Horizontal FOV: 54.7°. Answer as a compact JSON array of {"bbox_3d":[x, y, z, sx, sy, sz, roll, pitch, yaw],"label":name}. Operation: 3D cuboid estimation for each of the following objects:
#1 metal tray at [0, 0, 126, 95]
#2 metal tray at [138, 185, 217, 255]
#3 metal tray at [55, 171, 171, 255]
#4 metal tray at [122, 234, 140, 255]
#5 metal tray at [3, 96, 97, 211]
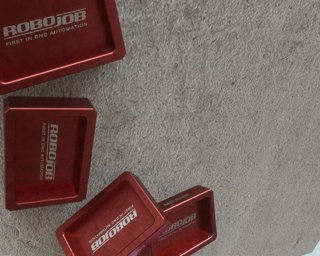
[{"bbox_3d":[-0.105,-0.093,0.288,0.131,0.030,0.089,-21,127,-16],"label":"metal tray"},{"bbox_3d":[0.030,0.151,0.474,0.131,0.030,0.089,-15,104,-36],"label":"metal tray"},{"bbox_3d":[-0.063,0.132,0.408,0.130,0.090,0.030,-40,152,-1],"label":"metal tray"},{"bbox_3d":[-0.044,0.183,0.492,0.090,0.030,0.129,25,105,-37],"label":"metal tray"},{"bbox_3d":[-0.126,0.030,0.352,0.091,0.030,0.129,-1,119,-28],"label":"metal tray"}]
